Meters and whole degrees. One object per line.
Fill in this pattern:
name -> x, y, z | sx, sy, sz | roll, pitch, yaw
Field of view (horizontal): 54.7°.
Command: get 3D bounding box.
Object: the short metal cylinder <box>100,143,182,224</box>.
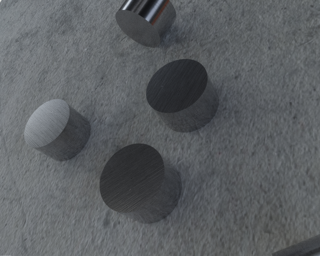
short metal cylinder -> -0.021, 0.065, 0.358 | 0.080, 0.050, 0.080 | -13, 56, 20

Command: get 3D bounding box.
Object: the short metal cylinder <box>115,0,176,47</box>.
short metal cylinder -> -0.022, -0.173, 0.484 | 0.080, 0.080, 0.050 | 20, 73, 35

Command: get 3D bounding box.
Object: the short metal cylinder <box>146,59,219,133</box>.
short metal cylinder -> 0.029, -0.041, 0.396 | 0.080, 0.050, 0.080 | -13, 56, 20

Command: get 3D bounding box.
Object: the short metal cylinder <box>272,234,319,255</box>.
short metal cylinder -> 0.126, 0.123, 0.227 | 0.050, 0.080, 0.080 | -28, 53, 11

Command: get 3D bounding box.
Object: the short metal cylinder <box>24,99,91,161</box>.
short metal cylinder -> -0.153, 0.004, 0.463 | 0.080, 0.050, 0.080 | -13, 56, 20
